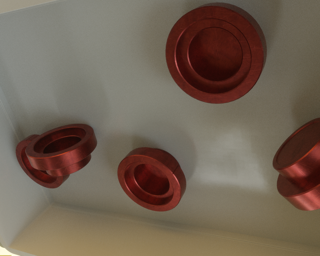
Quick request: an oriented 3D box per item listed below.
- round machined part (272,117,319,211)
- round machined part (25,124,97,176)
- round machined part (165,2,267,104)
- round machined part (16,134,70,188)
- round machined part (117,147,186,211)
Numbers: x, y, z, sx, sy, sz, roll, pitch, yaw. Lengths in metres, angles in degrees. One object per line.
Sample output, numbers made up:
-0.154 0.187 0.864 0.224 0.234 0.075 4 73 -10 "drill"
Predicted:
0.150 0.028 0.300 0.042 0.098 0.097 42 129 0 "round machined part"
-0.141 0.035 0.458 0.098 0.098 0.042 3 120 27 "round machined part"
0.059 -0.078 0.319 0.098 0.042 0.097 13 124 21 "round machined part"
-0.193 0.052 0.532 0.098 0.042 0.097 14 125 21 "round machined part"
-0.008 0.068 0.444 0.098 0.042 0.097 13 124 21 "round machined part"
